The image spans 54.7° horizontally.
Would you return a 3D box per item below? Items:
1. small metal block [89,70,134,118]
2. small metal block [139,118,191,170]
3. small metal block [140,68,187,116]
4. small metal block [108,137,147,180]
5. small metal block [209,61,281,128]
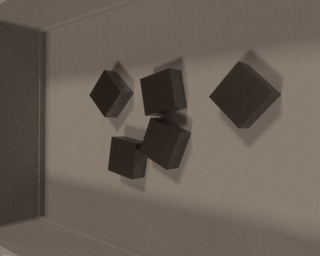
[{"bbox_3d":[-0.074,-0.051,0.465,0.050,0.025,0.050,52,120,27],"label":"small metal block"},{"bbox_3d":[0.006,0.019,0.400,0.050,0.025,0.050,29,108,36],"label":"small metal block"},{"bbox_3d":[0.004,-0.045,0.402,0.050,0.025,0.050,-14,81,39],"label":"small metal block"},{"bbox_3d":[-0.046,0.041,0.442,0.050,0.025,0.050,12,98,39],"label":"small metal block"},{"bbox_3d":[0.090,-0.035,0.332,0.050,0.025,0.050,52,120,27],"label":"small metal block"}]
